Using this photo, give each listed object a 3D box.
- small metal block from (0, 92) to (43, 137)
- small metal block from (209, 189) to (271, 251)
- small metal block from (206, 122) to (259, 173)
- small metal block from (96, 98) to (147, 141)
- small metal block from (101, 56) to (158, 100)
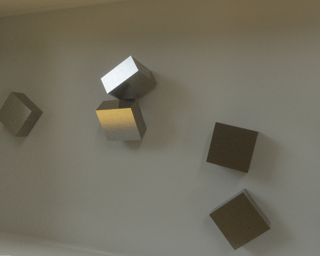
[{"bbox_3d":[-0.222,-0.021,0.489,0.050,0.025,0.050,40,103,15],"label":"small metal block"},{"bbox_3d":[0.097,0.110,0.376,0.050,0.025,0.050,-39,78,16],"label":"small metal block"},{"bbox_3d":[0.089,0.023,0.379,0.050,0.025,0.050,14,95,19],"label":"small metal block"},{"bbox_3d":[-0.051,-0.010,0.416,0.050,0.025,0.050,-3,124,20],"label":"small metal block"},{"bbox_3d":[-0.040,-0.062,0.409,0.050,0.050,0.025,-34,65,17],"label":"small metal block"}]
